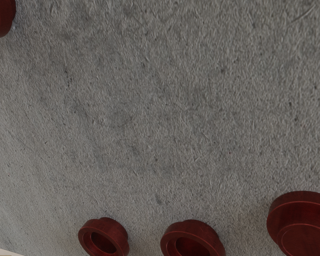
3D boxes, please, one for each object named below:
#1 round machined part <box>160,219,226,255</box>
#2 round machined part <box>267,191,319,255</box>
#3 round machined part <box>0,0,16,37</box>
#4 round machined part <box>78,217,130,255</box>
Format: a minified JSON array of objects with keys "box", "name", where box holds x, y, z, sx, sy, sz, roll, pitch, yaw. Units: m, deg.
[{"box":[0.054,0.182,0.480,0.098,0.042,0.097,13,124,21],"name":"round machined part"},{"box":[0.182,0.129,0.379,0.098,0.042,0.097,13,124,21],"name":"round machined part"},{"box":[-0.235,-0.170,0.415,0.098,0.042,0.097,13,124,21],"name":"round machined part"},{"box":[-0.099,0.205,0.575,0.098,0.042,0.097,13,124,21],"name":"round machined part"}]
